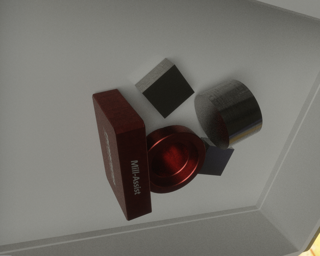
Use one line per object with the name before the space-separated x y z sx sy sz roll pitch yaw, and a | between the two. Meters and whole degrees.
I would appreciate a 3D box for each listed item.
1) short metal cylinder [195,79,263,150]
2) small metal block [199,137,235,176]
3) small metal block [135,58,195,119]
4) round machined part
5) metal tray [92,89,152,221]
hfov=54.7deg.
short metal cylinder | 0.089 -0.018 0.411 0.050 0.080 0.080 -26 128 -13
small metal block | 0.079 0.045 0.480 0.050 0.025 0.050 10 113 -32
small metal block | 0.006 -0.048 0.382 0.050 0.025 0.050 -42 128 1
round machined part | 0.010 0.038 0.424 0.099 0.042 0.097 -14 125 -21
metal tray | -0.044 0.031 0.361 0.030 0.090 0.129 -16 125 -19
